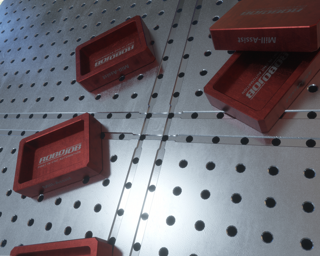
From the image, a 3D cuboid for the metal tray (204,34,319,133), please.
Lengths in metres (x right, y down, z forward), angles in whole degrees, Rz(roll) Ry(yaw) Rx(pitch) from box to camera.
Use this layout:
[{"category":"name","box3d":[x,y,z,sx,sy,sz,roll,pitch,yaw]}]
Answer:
[{"category":"metal tray","box3d":[0.129,-0.068,0.378,0.130,0.030,0.090,-49,52,-7]}]

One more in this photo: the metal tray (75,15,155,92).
[{"category":"metal tray","box3d":[-0.079,-0.125,0.520,0.130,0.030,0.090,-23,53,14]}]

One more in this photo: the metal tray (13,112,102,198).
[{"category":"metal tray","box3d":[-0.150,0.040,0.456,0.130,0.030,0.090,-20,54,15]}]

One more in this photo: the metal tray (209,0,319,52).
[{"category":"metal tray","box3d":[0.139,-0.131,0.383,0.130,0.030,0.090,14,49,41]}]

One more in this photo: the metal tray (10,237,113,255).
[{"category":"metal tray","box3d":[-0.121,0.180,0.355,0.130,0.030,0.090,-14,56,20]}]
